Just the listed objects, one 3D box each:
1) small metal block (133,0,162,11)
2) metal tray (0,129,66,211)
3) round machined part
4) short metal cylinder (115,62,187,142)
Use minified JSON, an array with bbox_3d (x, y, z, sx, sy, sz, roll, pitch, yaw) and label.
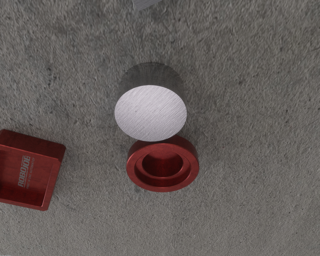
[{"bbox_3d":[-0.008,-0.145,0.284,0.050,0.025,0.050,-20,128,15],"label":"small metal block"},{"bbox_3d":[-0.199,0.067,0.458,0.091,0.030,0.129,17,128,-14],"label":"metal tray"},{"bbox_3d":[0.004,0.043,0.433,0.099,0.042,0.097,0,130,0],"label":"round machined part"},{"bbox_3d":[-0.010,-0.030,0.365,0.081,0.050,0.079,0,130,0],"label":"short metal cylinder"}]
